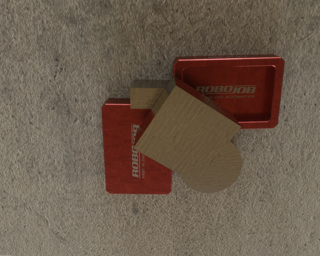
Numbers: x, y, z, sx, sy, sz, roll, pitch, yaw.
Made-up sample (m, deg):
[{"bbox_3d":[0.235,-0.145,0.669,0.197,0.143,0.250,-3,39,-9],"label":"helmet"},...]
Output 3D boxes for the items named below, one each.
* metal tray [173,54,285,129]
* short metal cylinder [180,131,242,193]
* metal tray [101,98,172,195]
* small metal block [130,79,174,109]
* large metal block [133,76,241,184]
[{"bbox_3d":[0.083,-0.045,0.392,0.131,0.030,0.089,-2,110,0],"label":"metal tray"},{"bbox_3d":[0.063,0.039,0.412,0.080,0.050,0.079,0,110,0],"label":"short metal cylinder"},{"bbox_3d":[-0.028,0.026,0.419,0.091,0.030,0.129,1,110,0],"label":"metal tray"},{"bbox_3d":[-0.009,-0.043,0.382,0.050,0.050,0.025,1,110,-1],"label":"small metal block"},{"bbox_3d":[0.028,0.001,0.344,0.080,0.050,0.080,31,107,-11],"label":"large metal block"}]
